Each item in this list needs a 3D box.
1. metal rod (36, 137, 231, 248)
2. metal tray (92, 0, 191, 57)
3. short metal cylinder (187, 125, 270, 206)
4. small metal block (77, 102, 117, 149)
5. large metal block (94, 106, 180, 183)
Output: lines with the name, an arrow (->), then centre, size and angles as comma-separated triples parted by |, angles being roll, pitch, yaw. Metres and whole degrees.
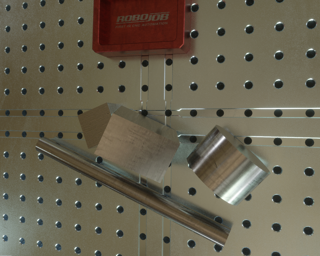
metal rod -> -0.049, 0.080, 0.428 | 0.301, 0.025, 0.025 | 23, 98, 18
metal tray -> -0.026, -0.146, 0.418 | 0.130, 0.030, 0.089 | 2, 91, 19
short metal cylinder -> 0.078, 0.041, 0.356 | 0.080, 0.080, 0.050 | 44, 104, 14
small metal block -> -0.082, -0.003, 0.440 | 0.050, 0.025, 0.050 | -22, 83, 18
large metal block -> -0.025, 0.016, 0.379 | 0.080, 0.080, 0.050 | 25, 99, -5
